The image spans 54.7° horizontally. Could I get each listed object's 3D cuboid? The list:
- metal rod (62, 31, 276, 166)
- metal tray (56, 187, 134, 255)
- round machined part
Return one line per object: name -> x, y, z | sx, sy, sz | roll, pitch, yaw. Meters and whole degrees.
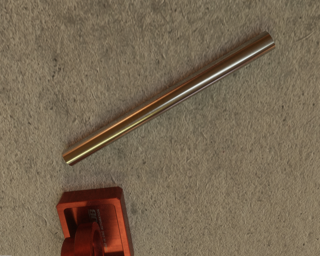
metal rod -> 0.004, -0.032, 0.397 | 0.300, 0.025, 0.025 | -30, 108, 10
metal tray -> -0.093, 0.155, 0.462 | 0.091, 0.030, 0.129 | -6, 110, 2
round machined part -> -0.104, 0.181, 0.421 | 0.042, 0.098, 0.097 | -9, 110, -3
